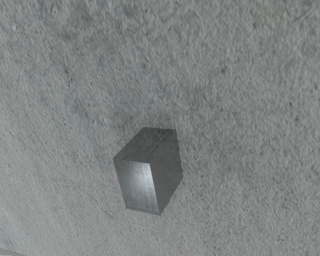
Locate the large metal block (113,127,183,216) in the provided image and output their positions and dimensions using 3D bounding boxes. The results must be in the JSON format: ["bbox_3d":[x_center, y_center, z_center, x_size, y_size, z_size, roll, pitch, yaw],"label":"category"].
[{"bbox_3d":[-0.012,0.054,0.411,0.050,0.080,0.080,5,121,26],"label":"large metal block"}]
